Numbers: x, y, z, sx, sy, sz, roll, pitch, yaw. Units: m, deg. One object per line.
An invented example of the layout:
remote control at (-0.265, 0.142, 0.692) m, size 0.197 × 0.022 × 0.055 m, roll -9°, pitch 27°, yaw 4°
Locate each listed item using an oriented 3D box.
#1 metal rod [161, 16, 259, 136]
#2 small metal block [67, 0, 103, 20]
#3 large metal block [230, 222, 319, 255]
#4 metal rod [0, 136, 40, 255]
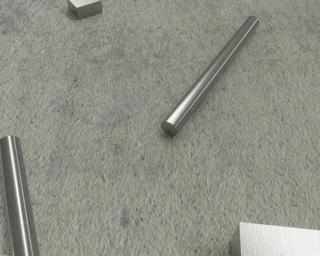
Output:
metal rod at (0.091, -0.097, 0.485) m, size 0.025 × 0.025 × 0.301 m, roll 26°, pitch 54°, yaw 19°
small metal block at (-0.147, -0.241, 0.604) m, size 0.050 × 0.025 × 0.050 m, roll -27°, pitch 55°, yaw -22°
large metal block at (0.108, 0.136, 0.274) m, size 0.080 × 0.050 × 0.080 m, roll 5°, pitch 50°, yaw 4°
metal rod at (-0.129, 0.124, 0.297) m, size 0.025 × 0.025 × 0.300 m, roll -18°, pitch 52°, yaw -15°
